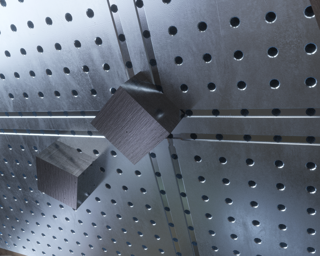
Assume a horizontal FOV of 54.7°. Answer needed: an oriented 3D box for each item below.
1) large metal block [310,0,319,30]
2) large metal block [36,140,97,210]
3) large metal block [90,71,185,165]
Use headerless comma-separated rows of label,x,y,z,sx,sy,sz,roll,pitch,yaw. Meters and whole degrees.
large metal block,0.157,-0.123,0.236,0.080,0.050,0.080,-17,110,34
large metal block,-0.159,0.079,0.525,0.080,0.050,0.079,23,127,14
large metal block,-0.029,-0.012,0.402,0.080,0.050,0.080,44,129,-3
